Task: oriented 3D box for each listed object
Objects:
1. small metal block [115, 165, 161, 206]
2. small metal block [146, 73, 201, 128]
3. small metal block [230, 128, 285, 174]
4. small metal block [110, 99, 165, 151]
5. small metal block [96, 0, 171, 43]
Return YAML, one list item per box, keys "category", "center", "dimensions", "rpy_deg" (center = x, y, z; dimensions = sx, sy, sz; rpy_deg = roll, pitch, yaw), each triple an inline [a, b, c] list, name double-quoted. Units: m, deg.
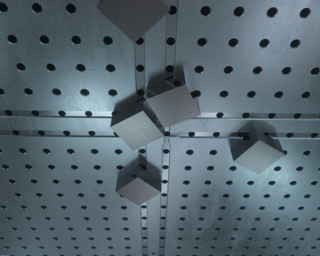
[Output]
- category: "small metal block"
  center: [-0.033, 0.092, 0.489]
  dimensions: [0.050, 0.025, 0.050]
  rpy_deg: [-36, 122, 26]
- category: "small metal block"
  center: [0.017, -0.033, 0.384]
  dimensions: [0.050, 0.025, 0.050]
  rpy_deg: [-20, 128, 15]
- category: "small metal block"
  center: [0.139, 0.034, 0.443]
  dimensions: [0.050, 0.025, 0.050]
  rpy_deg: [27, 125, -22]
- category: "small metal block"
  center: [-0.029, -0.003, 0.409]
  dimensions: [0.050, 0.025, 0.050]
  rpy_deg: [-26, 126, 20]
- category: "small metal block"
  center: [-0.025, -0.123, 0.307]
  dimensions: [0.050, 0.025, 0.050]
  rpy_deg: [-36, 122, 26]
